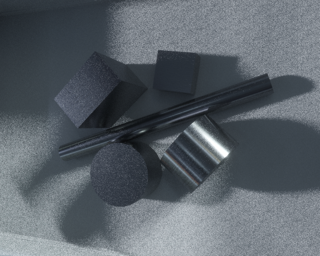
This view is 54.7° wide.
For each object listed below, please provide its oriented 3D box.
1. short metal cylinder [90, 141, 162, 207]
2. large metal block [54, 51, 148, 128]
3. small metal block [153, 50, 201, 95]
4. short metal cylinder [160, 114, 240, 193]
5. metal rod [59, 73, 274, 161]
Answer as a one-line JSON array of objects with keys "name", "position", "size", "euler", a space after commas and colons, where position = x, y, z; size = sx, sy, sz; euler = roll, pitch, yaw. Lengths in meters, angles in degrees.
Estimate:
[{"name": "short metal cylinder", "position": [-0.044, 0.058, 0.409], "size": [0.080, 0.050, 0.079], "euler": [0, 90, 19]}, {"name": "large metal block", "position": [-0.074, -0.045, 0.405], "size": [0.080, 0.080, 0.050], "euler": [-45, 76, 14]}, {"name": "small metal block", "position": [0.022, -0.071, 0.400], "size": [0.050, 0.025, 0.050], "euler": [9, 93, 19]}, {"name": "short metal cylinder", "position": [0.047, 0.030, 0.363], "size": [0.050, 0.080, 0.080], "euler": [44, 104, 14]}, {"name": "metal rod", "position": [-0.006, -0.008, 0.410], "size": [0.301, 0.025, 0.025], "euler": [-18, 84, 18]}]
